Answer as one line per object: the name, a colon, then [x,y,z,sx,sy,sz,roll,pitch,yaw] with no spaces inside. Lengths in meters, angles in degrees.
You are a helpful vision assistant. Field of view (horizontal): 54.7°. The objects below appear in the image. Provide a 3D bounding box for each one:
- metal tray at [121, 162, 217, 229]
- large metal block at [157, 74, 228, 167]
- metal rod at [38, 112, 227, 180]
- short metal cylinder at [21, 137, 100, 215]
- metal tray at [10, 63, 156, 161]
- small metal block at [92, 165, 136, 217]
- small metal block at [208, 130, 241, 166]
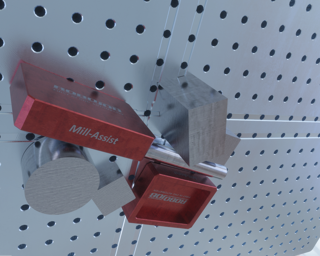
metal tray: [0.017,0.110,0.484,0.131,0.030,0.090,20,108,-36]
large metal block: [0.039,-0.012,0.391,0.050,0.080,0.079,-17,126,-19]
metal rod: [-0.013,0.030,0.422,0.302,0.025,0.025,21,107,-36]
short metal cylinder: [-0.117,0.054,0.363,0.081,0.050,0.079,-14,124,-21]
metal tray: [-0.078,-0.015,0.316,0.131,0.090,0.030,20,108,-36]
small metal block: [-0.068,0.087,0.429,0.050,0.025,0.050,-29,128,-10]
small metal block: [0.088,0.026,0.475,0.050,0.025,0.050,18,109,-35]
